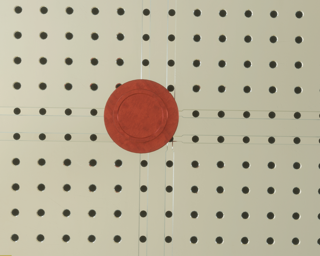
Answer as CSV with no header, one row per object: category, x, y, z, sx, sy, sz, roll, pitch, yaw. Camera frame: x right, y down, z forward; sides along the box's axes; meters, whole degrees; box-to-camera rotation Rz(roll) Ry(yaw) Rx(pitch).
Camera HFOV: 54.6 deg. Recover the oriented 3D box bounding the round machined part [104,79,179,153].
round machined part,-0.024,-0.015,0.405,0.099,0.042,0.097,0,90,0
